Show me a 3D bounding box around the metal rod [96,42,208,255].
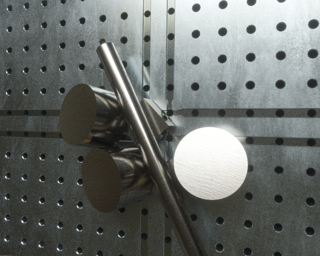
[{"bbox_3d":[-0.012,0.029,0.385,0.025,0.025,0.299,-27,81,18],"label":"metal rod"}]

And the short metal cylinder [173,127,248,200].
[{"bbox_3d":[0.056,0.044,0.362,0.081,0.050,0.080,0,75,1],"label":"short metal cylinder"}]

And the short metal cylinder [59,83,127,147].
[{"bbox_3d":[-0.089,-0.014,0.412,0.080,0.050,0.080,-9,76,39],"label":"short metal cylinder"}]

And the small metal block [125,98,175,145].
[{"bbox_3d":[-0.018,-0.004,0.415,0.050,0.025,0.050,-45,76,14],"label":"small metal block"}]

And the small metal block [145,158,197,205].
[{"bbox_3d":[0.017,0.073,0.402,0.050,0.025,0.050,-42,77,15],"label":"small metal block"}]

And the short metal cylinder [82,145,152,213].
[{"bbox_3d":[-0.057,0.063,0.401,0.080,0.050,0.079,5,97,42],"label":"short metal cylinder"}]
